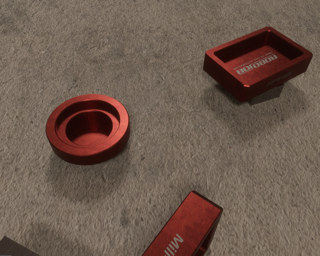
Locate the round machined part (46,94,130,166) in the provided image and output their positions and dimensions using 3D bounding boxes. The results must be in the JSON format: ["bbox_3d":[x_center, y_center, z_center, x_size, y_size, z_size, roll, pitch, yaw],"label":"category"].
[{"bbox_3d":[-0.086,0.006,0.386,0.099,0.042,0.098,0,50,0],"label":"round machined part"}]

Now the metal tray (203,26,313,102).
[{"bbox_3d":[0.140,-0.097,0.450,0.131,0.030,0.090,-26,54,-21],"label":"metal tray"}]

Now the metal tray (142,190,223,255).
[{"bbox_3d":[0.001,0.125,0.256,0.030,0.089,0.131,30,56,22],"label":"metal tray"}]

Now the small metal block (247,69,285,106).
[{"bbox_3d":[0.145,-0.065,0.460,0.050,0.025,0.050,-17,52,-14],"label":"small metal block"}]

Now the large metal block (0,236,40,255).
[{"bbox_3d":[-0.118,0.152,0.258,0.080,0.050,0.080,21,53,16],"label":"large metal block"}]
